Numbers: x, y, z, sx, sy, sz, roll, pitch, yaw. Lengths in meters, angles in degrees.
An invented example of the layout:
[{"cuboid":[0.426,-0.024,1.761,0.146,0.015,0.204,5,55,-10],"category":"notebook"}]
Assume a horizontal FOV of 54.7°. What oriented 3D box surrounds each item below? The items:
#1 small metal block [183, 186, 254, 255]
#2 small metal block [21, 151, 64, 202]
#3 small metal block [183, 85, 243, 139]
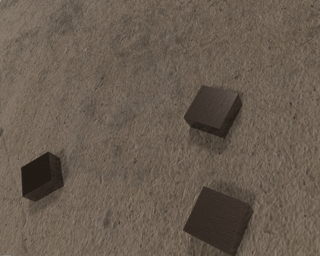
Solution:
[{"cuboid":[0.059,0.094,0.314,0.050,0.025,0.050,17,70,34],"category":"small metal block"},{"cuboid":[-0.171,0.070,0.448,0.050,0.025,0.050,-30,52,8],"category":"small metal block"},{"cuboid":[0.066,-0.021,0.381,0.050,0.025,0.050,20,72,35],"category":"small metal block"}]
